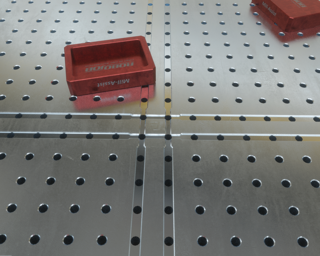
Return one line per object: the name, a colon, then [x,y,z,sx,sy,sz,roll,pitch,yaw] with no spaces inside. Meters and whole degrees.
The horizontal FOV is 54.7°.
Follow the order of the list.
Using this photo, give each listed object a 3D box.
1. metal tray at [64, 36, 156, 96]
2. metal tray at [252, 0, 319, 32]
metal tray: [-0.079,-0.100,0.487,0.131,0.030,0.090,-10,51,-9]
metal tray: [0.255,-0.244,0.613,0.091,0.030,0.130,-15,52,-13]
